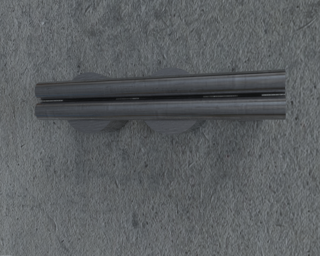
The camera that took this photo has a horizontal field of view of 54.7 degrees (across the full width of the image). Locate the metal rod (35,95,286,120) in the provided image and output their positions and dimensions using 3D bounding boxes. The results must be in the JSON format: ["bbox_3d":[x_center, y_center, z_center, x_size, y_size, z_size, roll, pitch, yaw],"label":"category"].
[{"bbox_3d":[-0.016,-0.022,0.362,0.301,0.025,0.025,0,90,19],"label":"metal rod"}]

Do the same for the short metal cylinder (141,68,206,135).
[{"bbox_3d":[0.020,-0.032,0.390,0.080,0.050,0.080,0,90,20],"label":"short metal cylinder"}]

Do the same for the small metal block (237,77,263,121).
[{"bbox_3d":[0.106,-0.033,0.361,0.025,0.050,0.050,-2,89,20],"label":"small metal block"}]

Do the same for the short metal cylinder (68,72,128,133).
[{"bbox_3d":[-0.084,-0.033,0.426,0.080,0.050,0.080,0,90,20],"label":"short metal cylinder"}]

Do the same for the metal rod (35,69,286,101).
[{"bbox_3d":[-0.016,-0.048,0.362,0.301,0.025,0.025,0,90,19],"label":"metal rod"}]
